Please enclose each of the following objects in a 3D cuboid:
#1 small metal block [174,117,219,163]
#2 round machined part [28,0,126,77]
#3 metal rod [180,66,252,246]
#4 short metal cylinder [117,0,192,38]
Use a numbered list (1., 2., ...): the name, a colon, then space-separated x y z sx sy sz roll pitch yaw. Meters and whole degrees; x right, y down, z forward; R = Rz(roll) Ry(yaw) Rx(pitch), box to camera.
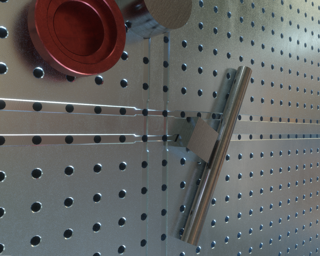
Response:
1. small metal block: 0.055 0.018 0.458 0.050 0.025 0.050 37 67 -34
2. round machined part: -0.088 -0.102 0.325 0.099 0.042 0.097 0 90 -40
3. metal rod: 0.094 0.033 0.490 0.025 0.025 0.299 34 69 -35
4. short metal cylinder: -0.006 -0.159 0.389 0.081 0.050 0.079 0 90 -40
